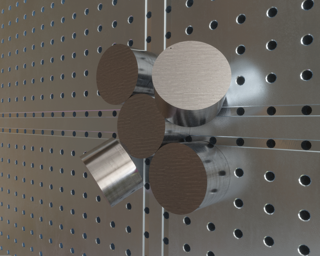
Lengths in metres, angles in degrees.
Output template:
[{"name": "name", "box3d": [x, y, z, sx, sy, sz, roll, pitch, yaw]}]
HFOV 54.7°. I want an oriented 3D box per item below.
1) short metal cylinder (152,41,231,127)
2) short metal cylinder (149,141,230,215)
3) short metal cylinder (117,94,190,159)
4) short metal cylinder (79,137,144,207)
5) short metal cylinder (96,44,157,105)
[{"name": "short metal cylinder", "box3d": [0.033, -0.047, 0.338, 0.080, 0.050, 0.080, -1, 70, 2]}, {"name": "short metal cylinder", "box3d": [0.034, 0.056, 0.363, 0.080, 0.050, 0.079, 0, 90, 39]}, {"name": "short metal cylinder", "box3d": [-0.009, -0.002, 0.398, 0.080, 0.050, 0.079, 0, 90, 39]}, {"name": "short metal cylinder", "box3d": [-0.066, 0.059, 0.418, 0.080, 0.050, 0.080, 50, 161, 25]}, {"name": "short metal cylinder", "box3d": [-0.042, -0.070, 0.425, 0.080, 0.050, 0.079, 0, 90, 39]}]
